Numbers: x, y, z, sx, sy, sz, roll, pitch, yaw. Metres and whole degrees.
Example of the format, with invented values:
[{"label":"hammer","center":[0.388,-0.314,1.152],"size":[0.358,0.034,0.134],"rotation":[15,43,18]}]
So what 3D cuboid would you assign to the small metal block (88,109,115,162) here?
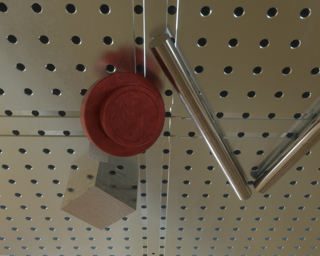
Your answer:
[{"label":"small metal block","center":[-0.075,0.008,0.401],"size":[0.025,0.050,0.050],"rotation":[10,130,-9]}]

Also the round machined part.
[{"label":"round machined part","center":[-0.037,-0.015,0.352],"size":[0.099,0.042,0.097],"rotation":[-3,96,-27]}]

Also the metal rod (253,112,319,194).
[{"label":"metal rod","center":[0.218,-0.010,0.406],"size":[0.025,0.025,0.298],"rotation":[18,128,-15]}]

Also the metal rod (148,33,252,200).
[{"label":"metal rod","center":[0.068,0.007,0.418],"size":[0.025,0.025,0.299],"rotation":[-22,127,17]}]

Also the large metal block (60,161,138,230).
[{"label":"large metal block","center":[-0.093,0.107,0.485],"size":[0.080,0.050,0.080],"rotation":[-35,122,26]}]
